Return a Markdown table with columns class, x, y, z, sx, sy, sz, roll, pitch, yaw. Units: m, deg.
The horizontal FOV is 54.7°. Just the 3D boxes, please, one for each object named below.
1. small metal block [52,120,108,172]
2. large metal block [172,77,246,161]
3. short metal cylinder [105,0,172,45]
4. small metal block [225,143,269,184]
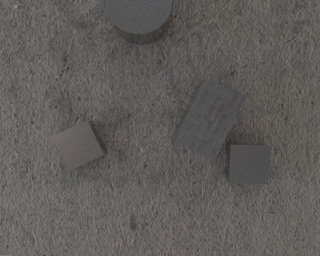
| class | x | y | z | sx | sy | sz | roll | pitch | yaw |
| --- | --- | --- | --- | --- | --- | --- | --- | --- | --- |
| small metal block | -0.105 | 0.023 | 0.409 | 0.050 | 0.025 | 0.050 | -25 | 90 | 0 |
| large metal block | 0.055 | -0.010 | 0.383 | 0.050 | 0.080 | 0.080 | 26 | 90 | 0 |
| short metal cylinder | -0.026 | -0.153 | 0.397 | 0.081 | 0.050 | 0.079 | 0 | 90 | 0 |
| small metal block | 0.115 | 0.047 | 0.411 | 0.050 | 0.025 | 0.050 | 2 | 90 | 0 |
